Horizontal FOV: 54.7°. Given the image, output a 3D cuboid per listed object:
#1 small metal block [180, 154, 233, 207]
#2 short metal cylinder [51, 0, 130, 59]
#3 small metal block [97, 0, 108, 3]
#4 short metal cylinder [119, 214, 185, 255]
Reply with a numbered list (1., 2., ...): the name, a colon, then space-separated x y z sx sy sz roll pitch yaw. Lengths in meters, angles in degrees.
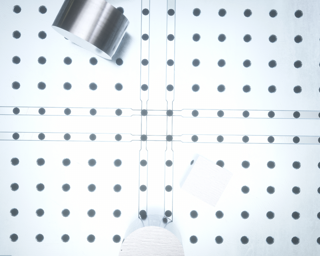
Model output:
1. small metal block: 0.061 0.069 0.414 0.050 0.025 0.050 29 90 0
2. short metal cylinder: -0.085 -0.127 0.385 0.080 0.080 0.050 27 90 0
3. small metal block: -0.067 -0.203 0.413 0.050 0.025 0.050 -16 90 0
4. short metal cylinder: -0.010 0.159 0.401 0.081 0.050 0.079 0 90 0
